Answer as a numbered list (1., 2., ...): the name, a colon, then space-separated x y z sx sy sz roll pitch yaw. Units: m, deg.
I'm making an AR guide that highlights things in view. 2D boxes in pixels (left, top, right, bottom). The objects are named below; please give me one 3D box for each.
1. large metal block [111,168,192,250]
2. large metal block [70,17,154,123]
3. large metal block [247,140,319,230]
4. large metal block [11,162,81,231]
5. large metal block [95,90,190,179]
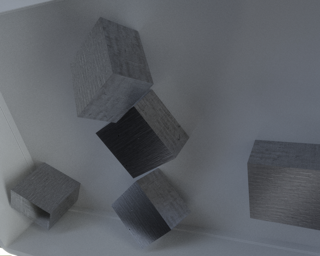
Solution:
1. large metal block: -0.015 0.120 0.459 0.080 0.050 0.080 52 130 12
2. large metal block: -0.059 -0.063 0.357 0.080 0.050 0.080 -41 53 39
3. large metal block: 0.147 0.063 0.354 0.080 0.050 0.079 3 120 26
4. large metal block: -0.202 0.120 0.551 0.080 0.080 0.050 27 128 10
5. large metal block: -0.023 0.010 0.409 0.080 0.050 0.080 -31 102 37
